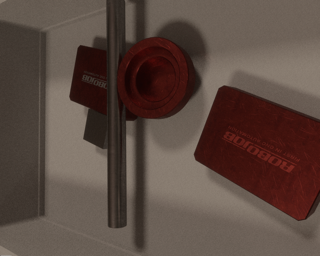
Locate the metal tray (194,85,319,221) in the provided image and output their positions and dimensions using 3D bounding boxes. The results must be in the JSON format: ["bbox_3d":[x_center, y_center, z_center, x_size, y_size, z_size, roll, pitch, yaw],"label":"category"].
[{"bbox_3d":[0.106,0.020,0.315,0.130,0.030,0.089,29,108,35],"label":"metal tray"}]

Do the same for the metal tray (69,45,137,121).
[{"bbox_3d":[-0.082,-0.070,0.468,0.130,0.030,0.089,21,103,37],"label":"metal tray"}]

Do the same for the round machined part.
[{"bbox_3d":[-0.001,-0.059,0.387,0.098,0.042,0.097,0,89,28],"label":"round machined part"}]

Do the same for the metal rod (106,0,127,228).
[{"bbox_3d":[-0.058,-0.019,0.412,0.025,0.025,0.298,0,90,39],"label":"metal rod"}]

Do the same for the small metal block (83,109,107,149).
[{"bbox_3d":[-0.089,0.001,0.478,0.050,0.025,0.050,20,103,38],"label":"small metal block"}]
